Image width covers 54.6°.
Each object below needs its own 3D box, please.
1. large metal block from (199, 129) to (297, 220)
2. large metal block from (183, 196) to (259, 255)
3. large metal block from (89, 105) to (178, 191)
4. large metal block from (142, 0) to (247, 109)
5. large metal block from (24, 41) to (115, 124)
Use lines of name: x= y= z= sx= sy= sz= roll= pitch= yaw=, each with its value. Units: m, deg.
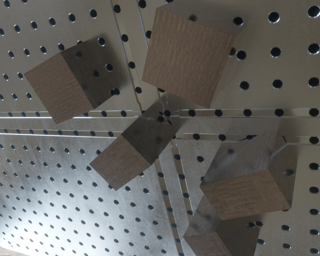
large metal block: x=0.103 y=0.053 z=0.354 sx=0.080 sy=0.080 sz=0.050 roll=-24 pitch=106 yaw=36
large metal block: x=0.086 y=0.144 z=0.420 sx=0.050 sy=0.080 sz=0.080 roll=-24 pitch=106 yaw=37
large metal block: x=-0.034 y=0.026 z=0.410 sx=0.050 sy=0.080 sz=0.080 roll=47 pitch=129 yaw=-4
large metal block: x=0.034 y=-0.079 z=0.329 sx=0.080 sy=0.050 sz=0.079 roll=25 pitch=127 yaw=13
large metal block: x=-0.123 y=-0.060 z=0.424 sx=0.080 sy=0.050 sz=0.080 roll=-17 pitch=110 yaw=34
